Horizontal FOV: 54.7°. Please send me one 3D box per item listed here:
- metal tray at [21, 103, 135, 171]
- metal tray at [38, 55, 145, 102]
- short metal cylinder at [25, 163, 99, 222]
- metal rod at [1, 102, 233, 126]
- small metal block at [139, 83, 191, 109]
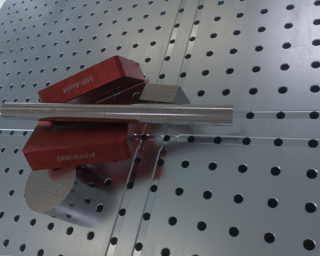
[{"bbox_3d":[-0.101,0.009,0.410,0.131,0.030,0.090,-7,35,5],"label":"metal tray"},{"bbox_3d":[-0.097,-0.061,0.454,0.130,0.090,0.030,-21,89,15],"label":"metal tray"},{"bbox_3d":[-0.129,0.078,0.412,0.080,0.050,0.080,-13,57,21],"label":"short metal cylinder"},{"bbox_3d":[-0.063,-0.019,0.388,0.301,0.025,0.025,2,62,14],"label":"metal rod"},{"bbox_3d":[0.009,-0.033,0.407,0.050,0.050,0.025,9,66,32],"label":"small metal block"}]
